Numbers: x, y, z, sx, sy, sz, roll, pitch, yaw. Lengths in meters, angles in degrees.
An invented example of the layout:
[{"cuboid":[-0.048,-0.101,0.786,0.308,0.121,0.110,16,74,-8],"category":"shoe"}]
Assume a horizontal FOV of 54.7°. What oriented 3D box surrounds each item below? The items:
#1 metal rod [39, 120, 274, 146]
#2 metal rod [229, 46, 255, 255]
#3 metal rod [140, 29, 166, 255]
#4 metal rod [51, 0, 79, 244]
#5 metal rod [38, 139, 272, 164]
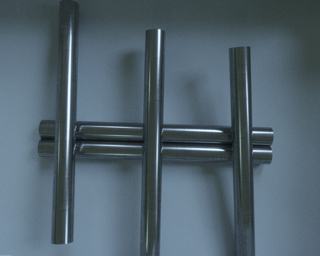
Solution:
[{"cuboid":[-0.004,0.007,0.410,0.302,0.025,0.025,2,90,-1],"category":"metal rod"},{"cuboid":[0.104,0.052,0.389,0.025,0.025,0.298,-4,98,0],"category":"metal rod"},{"cuboid":[-0.009,0.030,0.385,0.025,0.025,0.298,1,90,-1],"category":"metal rod"},{"cuboid":[-0.117,-0.014,0.385,0.025,0.025,0.298,-1,82,-1],"category":"metal rod"},{"cuboid":[-0.006,0.031,0.410,0.302,0.025,0.025,2,90,-1],"category":"metal rod"}]
